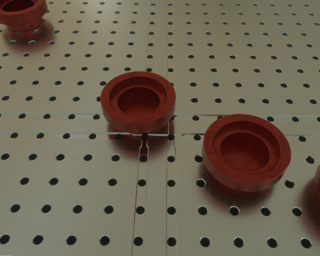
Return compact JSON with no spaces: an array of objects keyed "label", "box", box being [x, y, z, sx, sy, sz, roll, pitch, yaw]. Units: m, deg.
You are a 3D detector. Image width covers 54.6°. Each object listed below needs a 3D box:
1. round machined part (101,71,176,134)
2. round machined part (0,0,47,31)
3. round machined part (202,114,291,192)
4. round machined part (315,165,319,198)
[{"label":"round machined part","box":[-0.028,-0.030,0.422,0.099,0.042,0.098,0,50,0]},{"label":"round machined part","box":[-0.260,-0.217,0.578,0.099,0.042,0.098,0,50,0]},{"label":"round machined part","box":[0.099,0.033,0.370,0.099,0.042,0.098,0,50,0]},{"label":"round machined part","box":[0.220,0.070,0.339,0.099,0.042,0.098,0,50,0]}]
